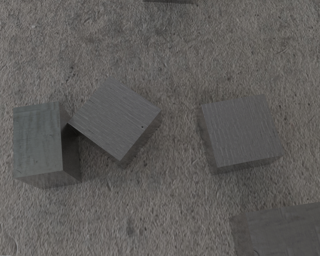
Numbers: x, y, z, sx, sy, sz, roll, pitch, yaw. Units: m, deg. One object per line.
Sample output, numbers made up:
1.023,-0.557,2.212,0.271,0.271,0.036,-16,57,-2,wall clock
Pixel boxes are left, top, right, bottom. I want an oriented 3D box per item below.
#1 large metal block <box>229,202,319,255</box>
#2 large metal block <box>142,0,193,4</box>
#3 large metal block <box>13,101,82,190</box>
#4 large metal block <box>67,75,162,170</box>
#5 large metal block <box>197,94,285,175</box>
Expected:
0.128,0.115,0.338,0.081,0.080,0.050,-7,70,-3,large metal block
0.014,-0.237,0.465,0.080,0.080,0.050,3,70,1,large metal block
-0.131,0.024,0.369,0.050,0.080,0.080,-9,70,-3,large metal block
-0.054,-0.006,0.396,0.080,0.050,0.080,35,73,11,large metal block
0.097,0.010,0.392,0.081,0.050,0.080,-10,70,-4,large metal block
